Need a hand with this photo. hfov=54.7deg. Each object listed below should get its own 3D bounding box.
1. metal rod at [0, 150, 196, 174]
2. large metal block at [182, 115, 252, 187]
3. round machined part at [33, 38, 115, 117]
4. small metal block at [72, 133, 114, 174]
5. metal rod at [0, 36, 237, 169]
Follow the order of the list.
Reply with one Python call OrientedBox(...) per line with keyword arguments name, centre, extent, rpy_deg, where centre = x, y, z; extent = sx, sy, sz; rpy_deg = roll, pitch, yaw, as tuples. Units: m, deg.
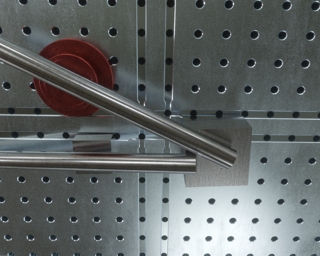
OrientedBox(name="metal rod", centre=(-0.105, 0.043, 0.398), extent=(0.301, 0.025, 0.025), rpy_deg=(0, 111, 10))
OrientedBox(name="large metal block", centre=(0.072, 0.029, 0.409), extent=(0.081, 0.050, 0.079), rpy_deg=(-2, 110, 0))
OrientedBox(name="round machined part", centre=(-0.107, -0.059, 0.381), extent=(0.099, 0.042, 0.097), rpy_deg=(0, 110, -1))
OrientedBox(name="small metal block", centre=(-0.090, 0.035, 0.426), extent=(0.050, 0.025, 0.050), rpy_deg=(0, 110, -1))
OrientedBox(name="metal rod", centre=(-0.050, -0.027, 0.351), extent=(0.301, 0.025, 0.025), rpy_deg=(26, 108, -7))
